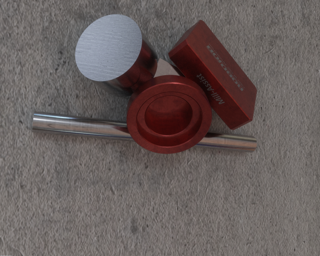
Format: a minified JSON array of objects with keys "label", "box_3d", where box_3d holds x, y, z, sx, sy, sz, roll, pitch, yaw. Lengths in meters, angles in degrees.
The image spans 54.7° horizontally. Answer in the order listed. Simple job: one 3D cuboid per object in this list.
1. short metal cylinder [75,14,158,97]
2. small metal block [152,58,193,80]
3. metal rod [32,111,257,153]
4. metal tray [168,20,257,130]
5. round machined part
[{"label":"short metal cylinder","box_3d":[-0.049,-0.082,0.358,0.080,0.050,0.080,-5,74,18]},{"label":"small metal block","box_3d":[0.008,-0.062,0.398,0.050,0.050,0.025,25,82,-19]},{"label":"metal rod","box_3d":[-0.005,0.008,0.409,0.302,0.025,0.025,6,88,-20]},{"label":"metal tray","box_3d":[0.075,-0.071,0.408,0.130,0.030,0.090,47,37,-14]},{"label":"round machined part","box_3d":[0.010,-0.019,0.372,0.099,0.042,0.097,-3,124,-4]}]
